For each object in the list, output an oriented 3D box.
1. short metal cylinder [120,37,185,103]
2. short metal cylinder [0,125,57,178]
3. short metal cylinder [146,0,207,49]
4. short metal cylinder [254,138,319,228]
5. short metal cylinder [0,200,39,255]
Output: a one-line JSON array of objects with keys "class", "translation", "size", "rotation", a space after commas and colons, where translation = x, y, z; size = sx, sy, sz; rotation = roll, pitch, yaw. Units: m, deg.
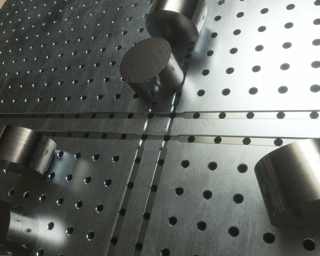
[{"class": "short metal cylinder", "translation": [-0.011, -0.084, 0.449], "size": [0.080, 0.050, 0.080], "rotation": [-13, 56, 21]}, {"class": "short metal cylinder", "translation": [-0.201, 0.037, 0.456], "size": [0.080, 0.080, 0.050], "rotation": [0, 62, 28]}, {"class": "short metal cylinder", "translation": [0.025, -0.163, 0.460], "size": [0.080, 0.080, 0.050], "rotation": [5, 65, 30]}, {"class": "short metal cylinder", "translation": [0.130, 0.051, 0.273], "size": [0.080, 0.080, 0.050], "rotation": [-19, 54, 17]}, {"class": "short metal cylinder", "translation": [-0.213, 0.143, 0.416], "size": [0.080, 0.050, 0.080], "rotation": [-13, 56, 21]}]
